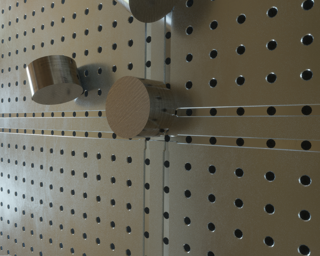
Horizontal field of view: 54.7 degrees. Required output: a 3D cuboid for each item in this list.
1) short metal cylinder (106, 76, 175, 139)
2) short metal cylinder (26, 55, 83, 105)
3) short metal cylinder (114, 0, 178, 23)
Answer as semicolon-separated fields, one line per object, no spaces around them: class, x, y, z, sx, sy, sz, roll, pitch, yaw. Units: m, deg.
short metal cylinder;-0.027;-0.027;0.413;0.080;0.050;0.079;0;90;39
short metal cylinder;-0.174;-0.078;0.514;0.080;0.081;0.050;-28;73;36
short metal cylinder;-0.019;-0.181;0.387;0.050;0.081;0.080;48;118;29
